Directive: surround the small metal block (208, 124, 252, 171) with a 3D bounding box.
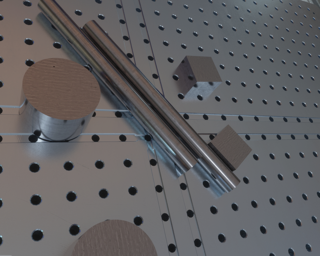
[{"bbox_3d":[0.095,0.031,0.440,0.050,0.025,0.050,48,51,5],"label":"small metal block"}]

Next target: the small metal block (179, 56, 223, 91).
[{"bbox_3d":[0.065,-0.087,0.496,0.050,0.025,0.050,-5,64,-31],"label":"small metal block"}]

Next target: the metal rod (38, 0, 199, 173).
[{"bbox_3d":[-0.059,-0.061,0.413,0.300,0.025,0.025,48,51,6],"label":"metal rod"}]

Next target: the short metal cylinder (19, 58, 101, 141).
[{"bbox_3d":[-0.113,-0.032,0.350,0.081,0.050,0.080,14,56,-21],"label":"short metal cylinder"}]

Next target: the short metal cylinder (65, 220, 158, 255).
[{"bbox_3d":[-0.048,0.131,0.286,0.081,0.050,0.080,14,56,-21],"label":"short metal cylinder"}]

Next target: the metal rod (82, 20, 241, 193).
[{"bbox_3d":[-0.002,-0.033,0.426,0.300,0.025,0.025,48,51,5],"label":"metal rod"}]
